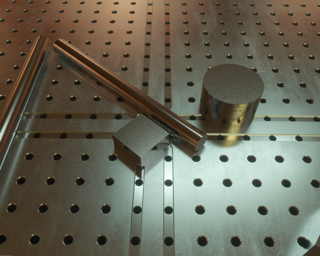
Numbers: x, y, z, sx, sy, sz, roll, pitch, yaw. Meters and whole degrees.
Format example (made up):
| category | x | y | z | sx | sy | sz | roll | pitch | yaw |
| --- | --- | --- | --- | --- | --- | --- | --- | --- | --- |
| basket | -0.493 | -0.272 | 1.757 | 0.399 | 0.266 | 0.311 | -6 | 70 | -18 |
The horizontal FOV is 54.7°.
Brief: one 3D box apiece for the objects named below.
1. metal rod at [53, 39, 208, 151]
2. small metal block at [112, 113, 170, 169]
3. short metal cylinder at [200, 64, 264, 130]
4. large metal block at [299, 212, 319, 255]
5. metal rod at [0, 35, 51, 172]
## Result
| category | x | y | z | sx | sy | sz | roll | pitch | yaw |
| --- | --- | --- | --- | --- | --- | --- | --- | --- | --- |
| metal rod | -0.058 | -0.060 | 0.456 | 0.300 | 0.025 | 0.025 | 35 | 58 | 25 |
| small metal block | -0.024 | 0.016 | 0.394 | 0.050 | 0.025 | 0.050 | 36 | 58 | 26 |
| short metal cylinder | 0.097 | -0.044 | 0.430 | 0.081 | 0.050 | 0.080 | 0 | 50 | 0 |
| large metal block | 0.194 | 0.114 | 0.298 | 0.080 | 0.050 | 0.080 | 31 | 56 | 23 |
| metal rod | -0.200 | -0.033 | 0.432 | 0.025 | 0.025 | 0.300 | 1 | 50 | 0 |
